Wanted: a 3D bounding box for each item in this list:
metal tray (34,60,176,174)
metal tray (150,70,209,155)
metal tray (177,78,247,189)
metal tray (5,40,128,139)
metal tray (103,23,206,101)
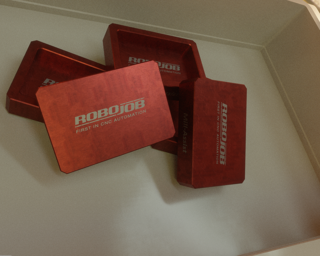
[{"bbox_3d":[-0.056,-0.015,0.337,0.131,0.030,0.089,-18,101,-19],"label":"metal tray"},{"bbox_3d":[0.038,-0.023,0.436,0.091,0.030,0.130,18,55,-18],"label":"metal tray"},{"bbox_3d":[0.068,0.007,0.393,0.091,0.030,0.129,2,89,-34],"label":"metal tray"},{"bbox_3d":[-0.101,-0.043,0.371,0.131,0.030,0.090,18,55,-18],"label":"metal tray"},{"bbox_3d":[-0.005,-0.084,0.412,0.131,0.030,0.090,3,60,-27],"label":"metal tray"}]
